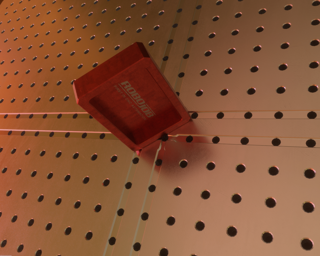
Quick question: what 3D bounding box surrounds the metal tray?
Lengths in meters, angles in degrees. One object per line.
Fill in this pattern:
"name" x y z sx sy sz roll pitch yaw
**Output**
"metal tray" -0.028 -0.030 0.372 0.090 0.130 0.030 -31 52 8
